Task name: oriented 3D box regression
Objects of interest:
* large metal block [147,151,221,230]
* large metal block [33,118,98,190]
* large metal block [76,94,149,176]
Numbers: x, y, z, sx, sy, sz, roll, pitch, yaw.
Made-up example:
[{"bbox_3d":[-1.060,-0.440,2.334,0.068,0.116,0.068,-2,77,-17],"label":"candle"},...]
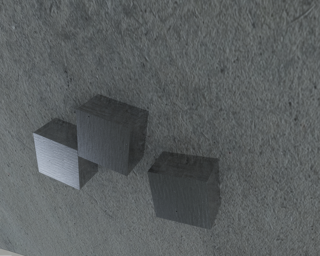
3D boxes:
[{"bbox_3d":[0.036,0.083,0.423,0.080,0.050,0.079,6,121,25],"label":"large metal block"},{"bbox_3d":[-0.147,0.040,0.493,0.080,0.050,0.079,19,126,17],"label":"large metal block"},{"bbox_3d":[-0.066,0.009,0.431,0.080,0.050,0.079,20,126,16],"label":"large metal block"}]
